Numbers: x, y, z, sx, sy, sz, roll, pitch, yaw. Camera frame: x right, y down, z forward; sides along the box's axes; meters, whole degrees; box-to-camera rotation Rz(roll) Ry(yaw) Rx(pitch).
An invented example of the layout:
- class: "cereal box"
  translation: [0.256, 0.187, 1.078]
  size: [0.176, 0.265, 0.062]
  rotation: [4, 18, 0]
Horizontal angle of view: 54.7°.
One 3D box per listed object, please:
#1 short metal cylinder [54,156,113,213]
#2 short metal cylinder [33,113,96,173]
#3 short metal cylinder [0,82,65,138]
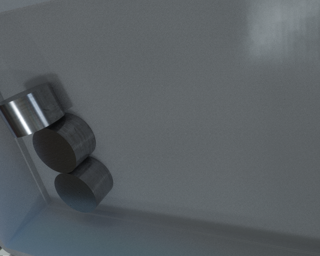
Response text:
- class: "short metal cylinder"
  translation: [-0.126, 0.093, 0.514]
  size: [0.080, 0.050, 0.079]
  rotation: [13, 124, 20]
- class: "short metal cylinder"
  translation: [-0.148, 0.023, 0.483]
  size: [0.080, 0.050, 0.079]
  rotation: [13, 124, 20]
- class: "short metal cylinder"
  translation: [-0.188, -0.027, 0.453]
  size: [0.080, 0.080, 0.050]
  rotation: [-9, 114, 32]
